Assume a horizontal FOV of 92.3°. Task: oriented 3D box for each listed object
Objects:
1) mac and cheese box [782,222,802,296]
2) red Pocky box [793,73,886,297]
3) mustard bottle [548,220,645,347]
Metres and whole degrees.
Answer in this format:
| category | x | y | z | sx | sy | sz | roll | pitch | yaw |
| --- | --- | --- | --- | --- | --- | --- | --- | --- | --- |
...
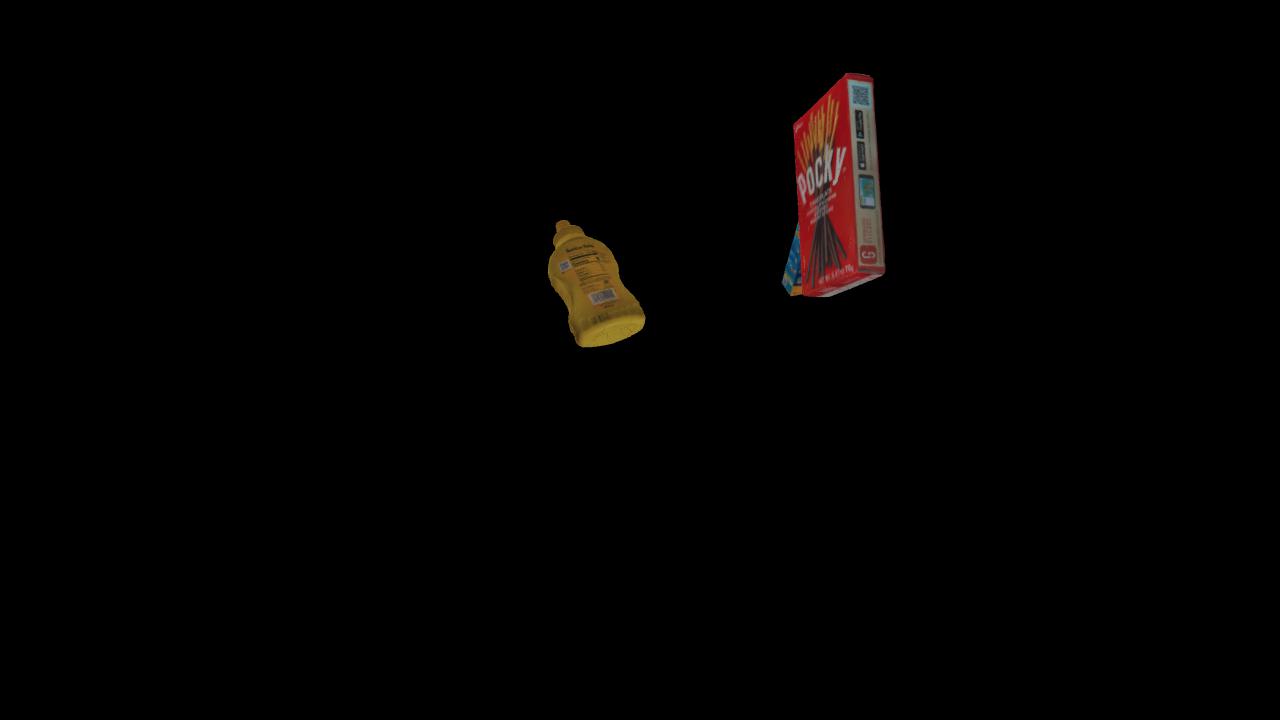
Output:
| category | x | y | z | sx | sy | sz | roll | pitch | yaw |
| --- | --- | --- | --- | --- | --- | --- | --- | --- | --- |
| mac and cheese box | 0.274 | -0.179 | 0.903 | 0.093 | 0.041 | 0.184 | -11 | -39 | -10 |
| red Pocky box | 0.154 | -0.133 | 0.486 | 0.028 | 0.155 | 0.083 | 0 | -7 | -13 |
| mustard bottle | -0.068 | -0.107 | 0.779 | 0.092 | 0.184 | 0.054 | -19 | -25 | -14 |
